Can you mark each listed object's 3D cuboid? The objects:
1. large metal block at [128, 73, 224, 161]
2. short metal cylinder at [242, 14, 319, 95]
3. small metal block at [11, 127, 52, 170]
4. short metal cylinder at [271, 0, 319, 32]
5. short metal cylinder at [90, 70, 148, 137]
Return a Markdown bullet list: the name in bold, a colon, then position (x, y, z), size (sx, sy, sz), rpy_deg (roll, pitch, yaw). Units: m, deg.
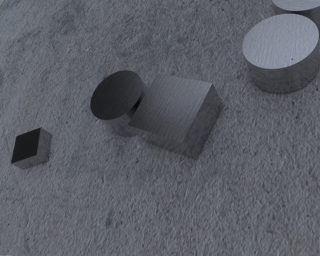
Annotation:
- **large metal block**: position (0.021, -0.016, 0.387), size (0.080, 0.050, 0.080), rpy_deg (17, 71, 34)
- **short metal cylinder**: position (0.143, -0.087, 0.366), size (0.080, 0.050, 0.080), rpy_deg (-13, 56, 21)
- **small metal block**: position (-0.203, 0.033, 0.490), size (0.050, 0.025, 0.050), rpy_deg (-18, 55, 17)
- **short metal cylinder**: position (0.184, -0.157, 0.388), size (0.080, 0.050, 0.080), rpy_deg (-13, 56, 21)
- **short metal cylinder**: position (-0.049, -0.034, 0.434), size (0.080, 0.050, 0.080), rpy_deg (-13, 56, 21)
